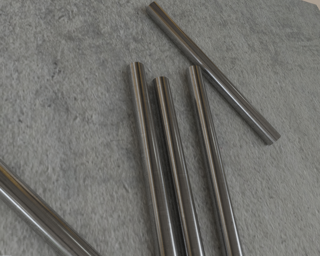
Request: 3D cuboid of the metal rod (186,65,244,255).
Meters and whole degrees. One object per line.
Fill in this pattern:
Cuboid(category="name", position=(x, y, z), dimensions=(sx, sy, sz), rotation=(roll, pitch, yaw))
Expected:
Cuboid(category="metal rod", position=(0.070, 0.040, 0.419), dimensions=(0.025, 0.025, 0.299), rotation=(7, 59, -25))

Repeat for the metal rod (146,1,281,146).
Cuboid(category="metal rod", position=(0.084, -0.092, 0.507), dimensions=(0.300, 0.025, 0.025), rotation=(49, 51, 6))

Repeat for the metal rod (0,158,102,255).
Cuboid(category="metal rod", position=(-0.117, 0.079, 0.292), dimensions=(0.300, 0.025, 0.025), rotation=(43, 51, 1))

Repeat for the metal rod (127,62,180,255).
Cuboid(category="metal rod", position=(-0.009, 0.046, 0.371), dimensions=(0.025, 0.025, 0.299), rotation=(4, 60, -27))

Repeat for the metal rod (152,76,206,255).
Cuboid(category="metal rod", position=(0.024, 0.065, 0.378), dimensions=(0.025, 0.025, 0.299), rotation=(5, 60, -26))
